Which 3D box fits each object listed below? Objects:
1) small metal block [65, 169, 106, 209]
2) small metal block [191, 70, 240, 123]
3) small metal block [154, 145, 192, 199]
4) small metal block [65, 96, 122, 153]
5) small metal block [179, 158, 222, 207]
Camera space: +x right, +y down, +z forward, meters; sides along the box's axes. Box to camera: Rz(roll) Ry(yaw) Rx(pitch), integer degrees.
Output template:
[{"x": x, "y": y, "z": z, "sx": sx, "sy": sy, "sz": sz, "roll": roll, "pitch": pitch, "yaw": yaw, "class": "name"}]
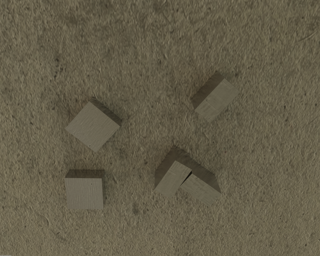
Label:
[{"x": -0.105, "y": 0.087, "z": 0.441, "sx": 0.050, "sy": 0.025, "sz": 0.050, "roll": 1, "pitch": 110, "yaw": -1, "class": "small metal block"}, {"x": 0.066, "y": -0.040, "z": 0.382, "sx": 0.025, "sy": 0.050, "sz": 0.050, "roll": 39, "pitch": 105, "yaw": -13, "class": "small metal block"}, {"x": 0.017, "y": 0.058, "z": 0.418, "sx": 0.025, "sy": 0.050, "sz": 0.050, "roll": 30, "pitch": 107, "yaw": -10, "class": "small metal block"}, {"x": -0.086, "y": -0.005, "z": 0.407, "sx": 0.050, "sy": 0.025, "sz": 0.050, "roll": 41, "pitch": 105, "yaw": -14, "class": "small metal block"}, {"x": 0.053, "y": 0.072, "z": 0.423, "sx": 0.050, "sy": 0.050, "sz": 0.025, "roll": 36, "pitch": 106, "yaw": -13, "class": "small metal block"}]
